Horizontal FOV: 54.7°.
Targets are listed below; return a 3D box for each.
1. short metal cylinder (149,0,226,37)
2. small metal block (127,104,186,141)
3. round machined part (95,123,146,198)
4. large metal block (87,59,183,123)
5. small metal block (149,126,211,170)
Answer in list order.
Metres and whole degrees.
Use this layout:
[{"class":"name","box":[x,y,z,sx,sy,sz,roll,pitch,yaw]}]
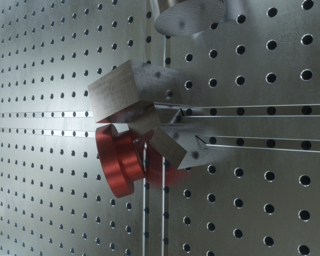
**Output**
[{"class":"short metal cylinder","box":[0.029,-0.145,0.348,0.080,0.081,0.050,-18,79,38]},{"class":"small metal block","box":[-0.004,-0.006,0.395,0.050,0.050,0.025,-32,71,35]},{"class":"round machined part","box":[-0.049,0.040,0.413,0.042,0.098,0.098,-18,76,-1]},{"class":"large metal block","box":[-0.032,-0.042,0.398,0.080,0.081,0.050,-22,76,37]},{"class":"small metal block","box":[0.024,0.022,0.371,0.050,0.050,0.025,41,115,32]}]
